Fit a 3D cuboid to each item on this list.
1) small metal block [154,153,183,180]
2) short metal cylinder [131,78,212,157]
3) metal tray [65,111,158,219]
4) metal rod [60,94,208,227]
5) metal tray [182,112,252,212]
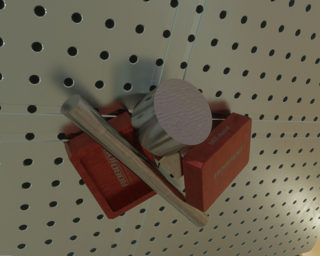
[{"bbox_3d":[0.010,0.035,0.417,0.025,0.050,0.050,-42,130,0],"label":"small metal block"},{"bbox_3d":[0.014,-0.011,0.364,0.081,0.080,0.050,8,156,-32],"label":"short metal cylinder"},{"bbox_3d":[-0.053,0.053,0.406,0.090,0.030,0.129,-28,128,-11],"label":"metal tray"},{"bbox_3d":[-0.011,0.062,0.400,0.025,0.025,0.300,-42,130,0],"label":"metal rod"},{"bbox_3d":[0.086,0.046,0.446,0.131,0.030,0.089,-37,134,-36],"label":"metal tray"}]
